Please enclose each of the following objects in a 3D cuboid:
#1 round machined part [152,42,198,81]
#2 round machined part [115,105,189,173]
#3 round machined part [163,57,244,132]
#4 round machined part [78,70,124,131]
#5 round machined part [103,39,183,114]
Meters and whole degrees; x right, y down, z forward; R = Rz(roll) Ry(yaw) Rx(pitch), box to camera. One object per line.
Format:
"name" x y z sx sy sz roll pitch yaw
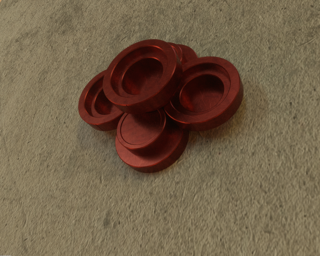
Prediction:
"round machined part" 0.007 -0.082 0.440 0.098 0.042 0.098 -13 56 20
"round machined part" -0.016 0.005 0.398 0.098 0.042 0.098 -13 56 20
"round machined part" 0.055 -0.038 0.388 0.098 0.042 0.098 -13 56 20
"round machined part" -0.066 -0.038 0.450 0.098 0.042 0.098 -13 56 20
"round machined part" -0.018 -0.059 0.384 0.098 0.042 0.098 -13 57 21
